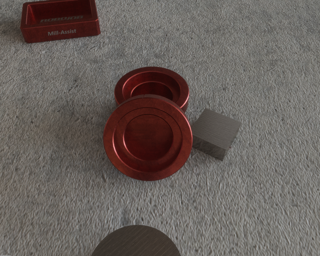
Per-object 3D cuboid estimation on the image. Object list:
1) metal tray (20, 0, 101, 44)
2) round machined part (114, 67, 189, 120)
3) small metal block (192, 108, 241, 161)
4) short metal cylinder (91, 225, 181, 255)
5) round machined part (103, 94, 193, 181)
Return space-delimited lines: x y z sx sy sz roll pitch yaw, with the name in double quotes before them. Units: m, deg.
"metal tray" -0.180 -0.199 0.565 0.131 0.030 0.090 -9 51 -9
"round machined part" -0.011 -0.037 0.423 0.099 0.042 0.098 0 50 0
"small metal block" 0.069 0.007 0.398 0.050 0.025 0.050 24 54 19
"short metal cylinder" -0.020 0.134 0.274 0.081 0.050 0.080 0 50 0
"round machined part" -0.013 0.008 0.360 0.099 0.097 0.042 2 16 1
